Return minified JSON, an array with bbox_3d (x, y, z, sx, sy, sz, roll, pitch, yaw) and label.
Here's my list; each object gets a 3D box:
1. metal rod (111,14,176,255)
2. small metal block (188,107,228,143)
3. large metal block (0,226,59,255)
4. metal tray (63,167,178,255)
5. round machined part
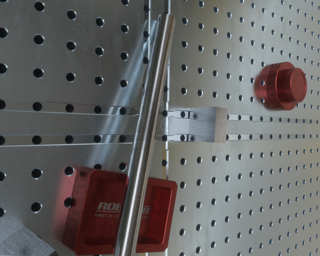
[{"bbox_3d":[-0.015,-0.007,0.370,0.025,0.025,0.299,25,66,-38],"label":"metal rod"},{"bbox_3d":[0.070,-0.004,0.454,0.025,0.050,0.050,6,86,-40],"label":"small metal block"},{"bbox_3d":[-0.129,0.140,0.267,0.081,0.080,0.050,-35,112,-35],"label":"large metal block"},{"bbox_3d":[-0.041,0.101,0.373,0.131,0.030,0.090,17,80,-39],"label":"metal tray"},{"bbox_3d":[0.258,-0.084,0.618,0.099,0.042,0.097,0,90,-40],"label":"round machined part"}]
